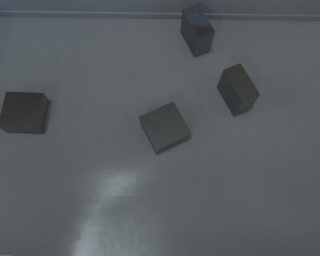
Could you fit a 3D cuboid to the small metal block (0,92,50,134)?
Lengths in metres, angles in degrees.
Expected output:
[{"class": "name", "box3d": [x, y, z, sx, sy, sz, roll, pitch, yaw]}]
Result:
[{"class": "small metal block", "box3d": [-0.181, -0.020, 0.416, 0.050, 0.025, 0.050, 2, 70, 1]}]

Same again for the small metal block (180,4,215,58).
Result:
[{"class": "small metal block", "box3d": [0.053, -0.139, 0.447, 0.025, 0.050, 0.050, -22, 72, -8]}]

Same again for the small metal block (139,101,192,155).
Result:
[{"class": "small metal block", "box3d": [0.006, 0.000, 0.409, 0.050, 0.025, 0.050, -25, 72, -9]}]

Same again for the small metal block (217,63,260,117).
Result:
[{"class": "small metal block", "box3d": [0.103, -0.050, 0.415, 0.025, 0.050, 0.050, -23, 72, -8]}]
